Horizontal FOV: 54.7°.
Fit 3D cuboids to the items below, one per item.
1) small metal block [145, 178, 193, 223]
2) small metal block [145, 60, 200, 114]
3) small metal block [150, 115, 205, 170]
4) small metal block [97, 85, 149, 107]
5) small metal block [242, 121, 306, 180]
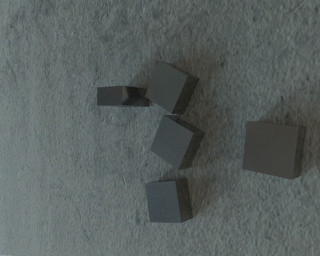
[{"bbox_3d":[0.011,0.092,0.394,0.050,0.025,0.050,-13,82,39],"label":"small metal block"},{"bbox_3d":[0.014,-0.051,0.391,0.050,0.025,0.050,35,112,34],"label":"small metal block"},{"bbox_3d":[0.021,0.017,0.386,0.050,0.025,0.050,32,110,35],"label":"small metal block"},{"bbox_3d":[-0.051,-0.043,0.429,0.050,0.050,0.025,2,92,39],"label":"small metal block"},{"bbox_3d":[0.114,0.020,0.310,0.050,0.025,0.050,8,95,39],"label":"small metal block"}]
